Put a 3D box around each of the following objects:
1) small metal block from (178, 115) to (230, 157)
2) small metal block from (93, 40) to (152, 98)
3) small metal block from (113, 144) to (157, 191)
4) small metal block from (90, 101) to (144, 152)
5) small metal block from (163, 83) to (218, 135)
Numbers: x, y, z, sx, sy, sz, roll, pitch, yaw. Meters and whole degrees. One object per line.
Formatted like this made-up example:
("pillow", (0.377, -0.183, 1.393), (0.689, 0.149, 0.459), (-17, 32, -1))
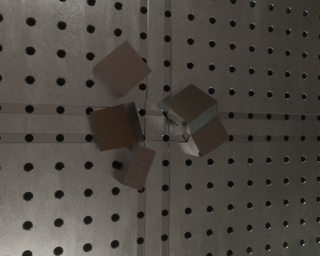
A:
("small metal block", (0.062, 0.006, 0.437), (0.050, 0.025, 0.050), (-32, 101, -18))
("small metal block", (-0.048, -0.075, 0.396), (0.050, 0.025, 0.050), (-44, 104, -15))
("small metal block", (-0.033, 0.046, 0.388), (0.025, 0.050, 0.050), (23, 82, -19))
("small metal block", (-0.052, -0.002, 0.379), (0.025, 0.050, 0.050), (-24, 101, -63))
("small metal block", (0.042, -0.026, 0.414), (0.050, 0.050, 0.025), (-37, 144, -17))
